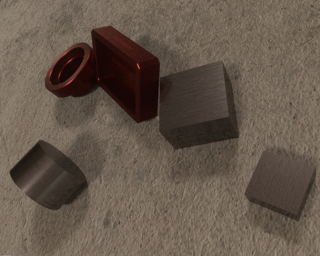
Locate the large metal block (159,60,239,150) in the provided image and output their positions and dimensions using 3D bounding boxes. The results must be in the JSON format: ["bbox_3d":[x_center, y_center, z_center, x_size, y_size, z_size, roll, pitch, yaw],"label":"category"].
[{"bbox_3d":[0.047,-0.027,0.379,0.080,0.050,0.080,-12,57,21],"label":"large metal block"}]

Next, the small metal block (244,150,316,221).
[{"bbox_3d":[0.119,0.056,0.307,0.050,0.025,0.050,18,71,34],"label":"small metal block"}]

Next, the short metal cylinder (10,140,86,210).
[{"bbox_3d":[-0.144,0.061,0.405,0.050,0.080,0.080,-48,52,-5],"label":"short metal cylinder"}]

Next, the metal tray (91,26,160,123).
[{"bbox_3d":[-0.051,-0.077,0.433,0.030,0.089,0.130,-22,45,-28],"label":"metal tray"}]

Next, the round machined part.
[{"bbox_3d":[-0.139,-0.090,0.513,0.098,0.042,0.098,-20,50,26],"label":"round machined part"}]
